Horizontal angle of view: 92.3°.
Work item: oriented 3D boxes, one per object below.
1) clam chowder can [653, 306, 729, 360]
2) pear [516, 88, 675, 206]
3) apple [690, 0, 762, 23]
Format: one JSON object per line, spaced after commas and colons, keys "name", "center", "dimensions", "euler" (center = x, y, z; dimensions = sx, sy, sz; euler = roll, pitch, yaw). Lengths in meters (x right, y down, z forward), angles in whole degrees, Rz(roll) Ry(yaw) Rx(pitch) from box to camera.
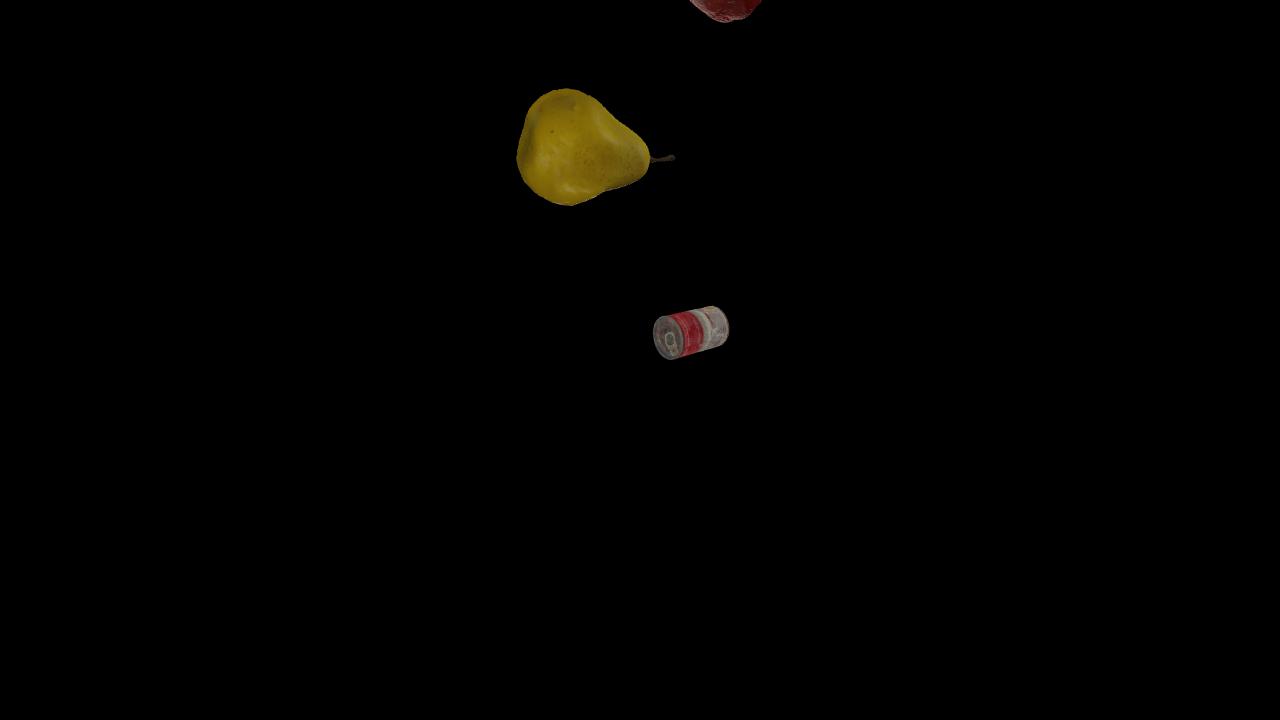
{"name": "clam chowder can", "center": [0.080, -0.044, 0.946], "dimensions": [0.102, 0.068, 0.068], "euler": [-15, 9, -36]}
{"name": "pear", "center": [-0.032, -0.150, 0.455], "dimensions": [0.111, 0.080, 0.080], "euler": [9, -4, -25]}
{"name": "apple", "center": [0.070, -0.338, 0.520], "dimensions": [0.079, 0.079, 0.093], "euler": [0, -32, 40]}
